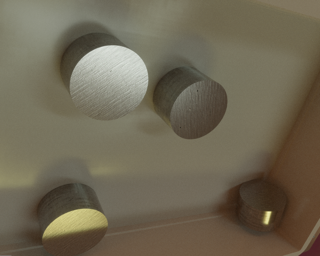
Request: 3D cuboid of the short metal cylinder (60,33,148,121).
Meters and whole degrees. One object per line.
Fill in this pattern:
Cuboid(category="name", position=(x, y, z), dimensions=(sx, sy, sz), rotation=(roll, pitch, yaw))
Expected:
Cuboid(category="short metal cylinder", position=(-0.059, -0.055, 0.327), dimensions=(0.081, 0.050, 0.079), rotation=(-14, 125, -21))

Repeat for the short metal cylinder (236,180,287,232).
Cuboid(category="short metal cylinder", position=(0.182, 0.139, 0.562), dimensions=(0.081, 0.080, 0.050), rotation=(-12, 124, -22))

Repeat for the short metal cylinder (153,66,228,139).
Cuboid(category="short metal cylinder", position=(0.038, -0.032, 0.395), dimensions=(0.081, 0.050, 0.079), rotation=(-14, 125, -21))

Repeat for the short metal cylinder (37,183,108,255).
Cuboid(category="short metal cylinder", position=(-0.115, 0.120, 0.405), dimensions=(0.081, 0.050, 0.079), rotation=(-14, 125, -21))
